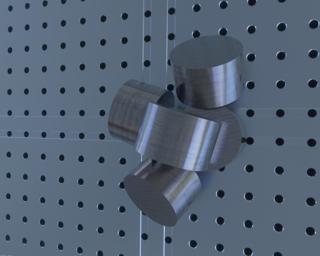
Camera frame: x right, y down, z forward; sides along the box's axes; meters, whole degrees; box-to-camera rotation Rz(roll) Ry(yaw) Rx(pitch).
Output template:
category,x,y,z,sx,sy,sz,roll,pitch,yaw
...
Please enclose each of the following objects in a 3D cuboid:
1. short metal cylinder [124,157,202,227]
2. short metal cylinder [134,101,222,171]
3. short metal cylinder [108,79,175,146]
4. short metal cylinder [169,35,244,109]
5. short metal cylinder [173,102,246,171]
category,x,y,z,sx,sy,sz,roll,pitch,yaw
short metal cylinder,0.003,0.072,0.376,0.080,0.050,0.080,29,142,26
short metal cylinder,0.018,0.007,0.323,0.080,0.080,0.050,19,96,19
short metal cylinder,-0.022,-0.016,0.391,0.050,0.080,0.080,20,97,19
short metal cylinder,0.055,-0.066,0.356,0.080,0.080,0.050,2,131,20
short metal cylinder,0.061,0.010,0.377,0.080,0.050,0.080,0,89,20
